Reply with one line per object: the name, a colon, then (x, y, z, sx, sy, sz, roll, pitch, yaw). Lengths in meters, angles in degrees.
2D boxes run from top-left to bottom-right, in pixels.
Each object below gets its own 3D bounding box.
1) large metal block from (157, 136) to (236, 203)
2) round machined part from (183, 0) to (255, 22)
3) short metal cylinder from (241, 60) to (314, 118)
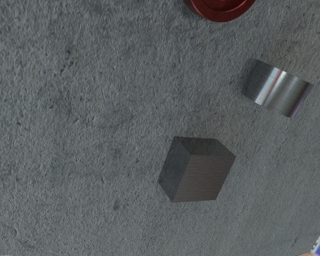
large metal block: (0.053, 0.061, 0.460, 0.081, 0.050, 0.079, 5, 116, -31)
round machined part: (0.061, -0.166, 0.328, 0.099, 0.042, 0.097, -14, 125, -21)
short metal cylinder: (0.160, -0.055, 0.428, 0.081, 0.080, 0.050, 12, 112, -34)
